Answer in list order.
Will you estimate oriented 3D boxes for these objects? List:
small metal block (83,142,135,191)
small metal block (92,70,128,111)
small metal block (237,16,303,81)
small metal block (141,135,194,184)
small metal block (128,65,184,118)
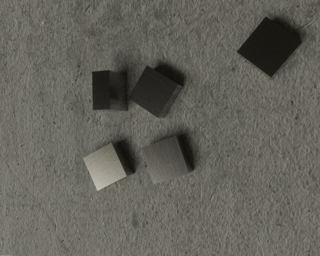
[{"bbox_3d":[-0.072,0.053,0.434,0.050,0.025,0.050,-29,81,17],"label":"small metal block"},{"bbox_3d":[-0.067,-0.048,0.419,0.025,0.050,0.050,-1,90,20],"label":"small metal block"},{"bbox_3d":[0.128,-0.092,0.364,0.050,0.025,0.050,42,103,15],"label":"small metal block"},{"bbox_3d":[0.010,0.041,0.405,0.050,0.025,0.050,-21,83,18],"label":"small metal block"},{"bbox_3d":[-0.005,-0.047,0.411,0.050,0.025,0.050,34,101,16],"label":"small metal block"}]
